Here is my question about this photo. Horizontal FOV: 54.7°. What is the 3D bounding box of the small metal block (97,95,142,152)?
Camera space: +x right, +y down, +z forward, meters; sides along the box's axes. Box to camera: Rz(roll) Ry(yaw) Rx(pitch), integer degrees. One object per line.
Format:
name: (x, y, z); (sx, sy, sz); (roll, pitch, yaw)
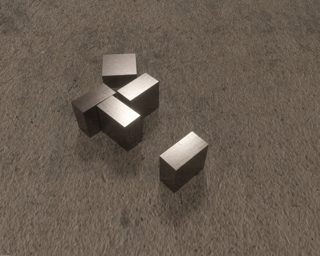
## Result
small metal block: (-0.050, -0.005, 0.391); (0.050, 0.050, 0.025); (36, 59, 26)

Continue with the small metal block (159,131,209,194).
small metal block: (0.027, 0.040, 0.354); (0.050, 0.050, 0.025); (-35, 59, -26)

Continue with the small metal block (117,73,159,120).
small metal block: (-0.028, -0.038, 0.419); (0.025, 0.050, 0.050); (37, 59, 26)

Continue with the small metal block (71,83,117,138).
small metal block: (-0.082, -0.022, 0.405); (0.050, 0.050, 0.025); (-37, 59, -27)

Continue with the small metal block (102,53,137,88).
small metal block: (-0.061, -0.088, 0.477); (0.050, 0.025, 0.050); (-4, 50, -4)
